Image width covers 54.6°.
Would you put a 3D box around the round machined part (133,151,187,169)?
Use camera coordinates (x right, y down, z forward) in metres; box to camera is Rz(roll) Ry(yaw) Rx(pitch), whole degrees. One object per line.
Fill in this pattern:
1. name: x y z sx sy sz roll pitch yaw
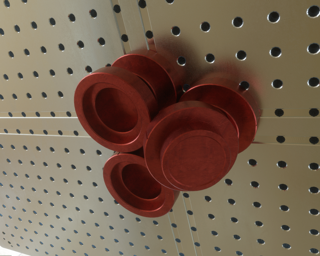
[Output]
1. round machined part: -0.002 0.042 0.428 0.098 0.042 0.097 13 124 21

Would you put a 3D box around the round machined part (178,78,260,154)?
1. round machined part: 0.063 -0.006 0.364 0.098 0.042 0.097 13 124 21

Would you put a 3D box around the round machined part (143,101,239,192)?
1. round machined part: 0.033 0.025 0.316 0.099 0.042 0.097 -3 114 -6

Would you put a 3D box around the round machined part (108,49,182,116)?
1. round machined part: -0.025 -0.045 0.388 0.098 0.042 0.097 13 124 21

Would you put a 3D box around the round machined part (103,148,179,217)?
1. round machined part: -0.020 0.062 0.395 0.098 0.042 0.097 13 124 21

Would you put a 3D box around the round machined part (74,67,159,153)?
1. round machined part: -0.045 -0.024 0.355 0.098 0.042 0.097 13 124 21
